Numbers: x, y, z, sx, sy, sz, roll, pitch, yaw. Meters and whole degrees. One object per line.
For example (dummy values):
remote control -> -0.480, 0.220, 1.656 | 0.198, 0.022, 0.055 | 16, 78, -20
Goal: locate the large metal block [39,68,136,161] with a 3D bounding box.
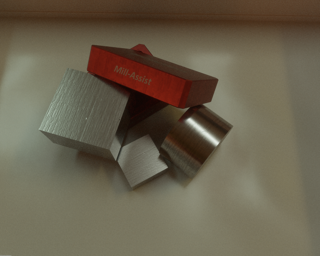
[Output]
large metal block -> -0.080, -0.015, 0.365 | 0.080, 0.050, 0.080 | 16, 71, 5

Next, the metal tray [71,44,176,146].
metal tray -> -0.054, -0.047, 0.421 | 0.131, 0.030, 0.090 | -32, 74, -12

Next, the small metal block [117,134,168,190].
small metal block -> -0.024, 0.043, 0.392 | 0.050, 0.025, 0.050 | -27, 73, -10

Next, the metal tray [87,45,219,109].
metal tray -> -0.008, -0.063, 0.365 | 0.130, 0.091, 0.030 | 24, 110, 23

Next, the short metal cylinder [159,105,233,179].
short metal cylinder -> 0.044, 0.015, 0.375 | 0.050, 0.080, 0.080 | 38, 74, 12
